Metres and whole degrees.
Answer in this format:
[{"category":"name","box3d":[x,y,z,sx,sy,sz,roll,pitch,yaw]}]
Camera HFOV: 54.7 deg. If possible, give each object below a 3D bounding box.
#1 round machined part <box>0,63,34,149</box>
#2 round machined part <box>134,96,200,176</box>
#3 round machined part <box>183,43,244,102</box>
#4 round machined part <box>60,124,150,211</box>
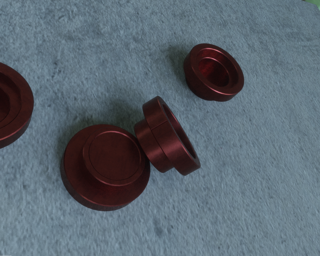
[{"category":"round machined part","box3d":[-0.180,-0.019,0.308,0.099,0.042,0.098,14,56,-21]},{"category":"round machined part","box3d":[0.005,0.014,0.367,0.098,0.042,0.098,57,9,-14]},{"category":"round machined part","box3d":[0.080,-0.082,0.488,0.099,0.042,0.098,14,56,-21]},{"category":"round machined part","box3d":[-0.055,0.038,0.341,0.099,0.042,0.098,14,56,-21]}]
